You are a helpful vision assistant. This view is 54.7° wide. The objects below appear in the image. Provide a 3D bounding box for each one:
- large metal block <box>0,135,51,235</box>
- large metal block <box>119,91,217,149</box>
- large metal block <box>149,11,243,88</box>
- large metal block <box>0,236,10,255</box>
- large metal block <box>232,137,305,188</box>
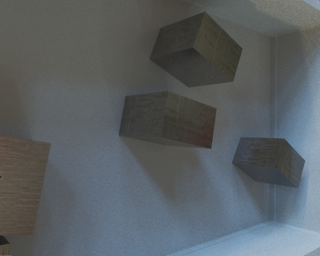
[{"bbox_3d":[-0.150,0.045,0.265,0.081,0.050,0.080,15,81,-39],"label":"large metal block"},{"bbox_3d":[0.009,-0.007,0.378,0.081,0.080,0.050,14,81,-39],"label":"large metal block"},{"bbox_3d":[0.048,-0.098,0.410,0.080,0.080,0.050,29,72,-36],"label":"large metal block"},{"bbox_3d":[-0.172,0.132,0.246,0.081,0.050,0.080,5,87,-40],"label":"large metal block"},{"bbox_3d":[0.184,0.057,0.525,0.080,0.080,0.050,37,68,-34],"label":"large metal block"}]
